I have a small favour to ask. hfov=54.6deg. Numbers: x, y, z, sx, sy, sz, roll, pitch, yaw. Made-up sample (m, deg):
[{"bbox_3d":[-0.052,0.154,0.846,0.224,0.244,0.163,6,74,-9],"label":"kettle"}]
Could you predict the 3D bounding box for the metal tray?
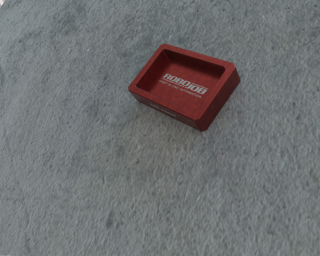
[{"bbox_3d":[0.030,-0.060,0.422,0.130,0.030,0.090,28,77,37],"label":"metal tray"}]
